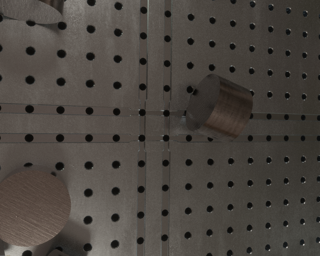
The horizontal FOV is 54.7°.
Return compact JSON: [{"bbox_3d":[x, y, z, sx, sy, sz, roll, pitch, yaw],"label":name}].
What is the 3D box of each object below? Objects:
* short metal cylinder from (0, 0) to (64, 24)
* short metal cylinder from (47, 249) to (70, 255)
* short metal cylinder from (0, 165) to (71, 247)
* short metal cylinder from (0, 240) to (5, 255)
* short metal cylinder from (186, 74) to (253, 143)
[{"bbox_3d":[-0.143,-0.151,0.330,0.081,0.080,0.050,6,88,-20],"label":"short metal cylinder"},{"bbox_3d":[-0.114,0.184,0.342,0.050,0.080,0.080,36,78,-17],"label":"short metal cylinder"},{"bbox_3d":[-0.143,0.084,0.347,0.081,0.050,0.079,0,90,-21],"label":"short metal cylinder"},{"bbox_3d":[-0.194,0.128,0.312,0.050,0.080,0.080,-15,95,-20],"label":"short metal cylinder"},{"bbox_3d":[0.077,-0.026,0.413,0.050,0.080,0.080,20,83,-19],"label":"short metal cylinder"}]
